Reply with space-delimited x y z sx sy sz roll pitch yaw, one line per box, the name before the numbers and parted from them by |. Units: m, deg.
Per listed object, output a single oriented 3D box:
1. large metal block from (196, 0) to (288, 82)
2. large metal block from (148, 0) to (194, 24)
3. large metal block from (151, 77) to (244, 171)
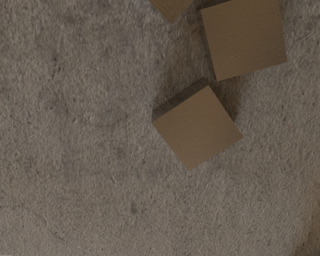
large metal block | 0.092 -0.108 0.358 0.080 0.050 0.080 -15 110 5
large metal block | 0.000 -0.158 0.322 0.080 0.080 0.050 43 104 -15
large metal block | 0.046 -0.006 0.395 0.080 0.050 0.080 -34 107 11
